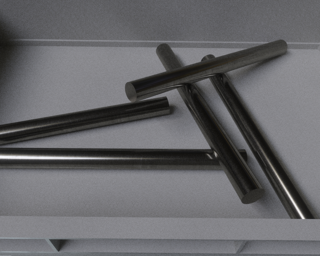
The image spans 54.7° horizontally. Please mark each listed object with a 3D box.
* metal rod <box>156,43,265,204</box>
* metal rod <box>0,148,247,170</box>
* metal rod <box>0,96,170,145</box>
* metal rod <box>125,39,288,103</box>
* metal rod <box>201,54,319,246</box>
[{"bbox_3d":[0.049,-0.031,0.409,0.025,0.025,0.300,-13,45,-11],"label":"metal rod"},{"bbox_3d":[-0.049,0.037,0.373,0.302,0.025,0.025,0,50,0],"label":"metal rod"},{"bbox_3d":[-0.136,-0.004,0.406,0.302,0.025,0.025,-11,51,-10],"label":"metal rod"},{"bbox_3d":[0.085,-0.090,0.445,0.302,0.025,0.025,-22,53,-32],"label":"metal rod"},{"bbox_3d":[0.118,0.003,0.404,0.025,0.025,0.300,-12,51,-10],"label":"metal rod"}]
